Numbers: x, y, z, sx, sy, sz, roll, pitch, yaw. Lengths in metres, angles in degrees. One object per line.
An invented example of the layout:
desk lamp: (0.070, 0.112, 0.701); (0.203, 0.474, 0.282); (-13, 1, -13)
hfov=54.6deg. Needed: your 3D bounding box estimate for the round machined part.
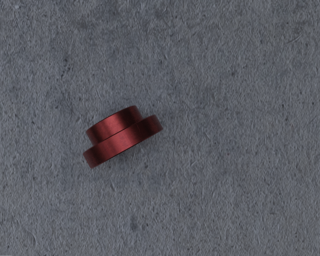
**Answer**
round machined part: (-0.049, 0.007, 0.373); (0.098, 0.098, 0.042); (-29, 90, 0)
